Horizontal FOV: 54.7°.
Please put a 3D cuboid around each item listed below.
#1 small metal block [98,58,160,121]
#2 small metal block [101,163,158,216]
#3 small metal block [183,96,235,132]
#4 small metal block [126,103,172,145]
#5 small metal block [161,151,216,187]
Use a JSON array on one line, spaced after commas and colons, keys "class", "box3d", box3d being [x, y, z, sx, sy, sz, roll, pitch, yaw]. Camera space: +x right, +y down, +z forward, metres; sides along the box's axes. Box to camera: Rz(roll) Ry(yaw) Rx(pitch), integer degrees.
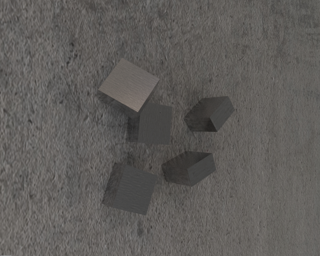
[{"class": "small metal block", "box3d": [-0.036, -0.045, 0.358, 0.050, 0.025, 0.050, 30, 67, 2]}, {"class": "small metal block", "box3d": [-0.036, 0.074, 0.374, 0.050, 0.025, 0.050, 26, 74, -37]}, {"class": "small metal block", "box3d": [0.071, -0.020, 0.447, 0.050, 0.050, 0.025, -46, 118, -30]}, {"class": "small metal block", "box3d": [-0.013, -0.005, 0.393, 0.050, 0.025, 0.050, 7, 86, -40]}, {"class": "small metal block", "box3d": [0.039, 0.054, 0.421, 0.050, 0.050, 0.025, -25, 106, -37]}]
